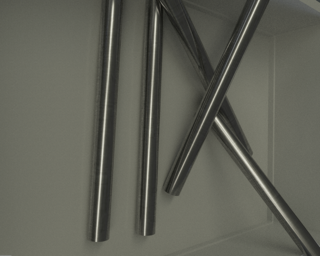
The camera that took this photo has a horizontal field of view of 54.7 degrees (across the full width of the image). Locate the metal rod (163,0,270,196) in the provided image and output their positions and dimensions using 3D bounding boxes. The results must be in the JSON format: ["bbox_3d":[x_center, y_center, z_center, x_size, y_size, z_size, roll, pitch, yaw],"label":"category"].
[{"bbox_3d":[0.073,-0.048,0.393,0.025,0.025,0.298,12,106,-40],"label":"metal rod"}]

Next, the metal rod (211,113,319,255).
[{"bbox_3d":[0.153,0.088,0.451,0.025,0.025,0.299,-31,82,-36],"label":"metal rod"}]

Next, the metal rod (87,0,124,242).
[{"bbox_3d":[-0.062,-0.024,0.356,0.025,0.025,0.298,5,87,-40],"label":"metal rod"}]

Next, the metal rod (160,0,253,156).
[{"bbox_3d":[0.078,-0.062,0.456,0.025,0.025,0.299,-52,126,-27],"label":"metal rod"}]

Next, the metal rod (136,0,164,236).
[{"bbox_3d":[-0.012,-0.016,0.398,0.025,0.025,0.298,4,88,-40],"label":"metal rod"}]
